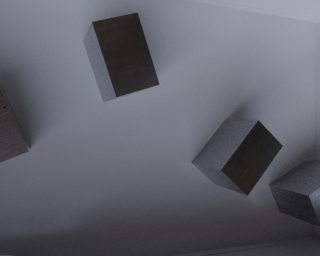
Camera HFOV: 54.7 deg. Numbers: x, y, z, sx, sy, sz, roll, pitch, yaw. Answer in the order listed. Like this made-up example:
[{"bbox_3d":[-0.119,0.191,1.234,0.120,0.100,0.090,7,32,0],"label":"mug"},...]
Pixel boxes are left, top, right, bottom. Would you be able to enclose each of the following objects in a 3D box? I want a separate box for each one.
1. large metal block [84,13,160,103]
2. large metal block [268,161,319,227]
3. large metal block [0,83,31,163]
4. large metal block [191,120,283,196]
[{"bbox_3d":[-0.048,-0.078,0.363,0.050,0.080,0.080,-19,97,-19],"label":"large metal block"},{"bbox_3d":[0.229,0.095,0.465,0.081,0.080,0.050,-28,99,-18],"label":"large metal block"},{"bbox_3d":[-0.194,0.002,0.326,0.081,0.050,0.080,-23,98,-19],"label":"large metal block"},{"bbox_3d":[0.101,0.036,0.418,0.050,0.080,0.080,43,77,-15],"label":"large metal block"}]
